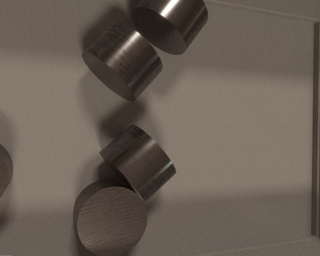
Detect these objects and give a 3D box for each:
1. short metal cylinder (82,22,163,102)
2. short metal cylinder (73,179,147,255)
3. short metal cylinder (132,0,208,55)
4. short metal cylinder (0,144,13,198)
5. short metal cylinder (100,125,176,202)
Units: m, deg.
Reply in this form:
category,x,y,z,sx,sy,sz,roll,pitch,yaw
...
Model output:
category,x,y,z,sx,sy,sz,roll,pitch,yaw
short metal cylinder,-0.044,-0.076,0.366,0.080,0.080,0.050,43,76,-15
short metal cylinder,-0.061,0.106,0.375,0.081,0.050,0.079,0,90,-20
short metal cylinder,0.012,-0.138,0.387,0.080,0.080,0.050,38,78,-16
short metal cylinder,-0.201,0.048,0.323,0.081,0.050,0.079,0,90,-20
short metal cylinder,-0.027,0.042,0.372,0.050,0.080,0.080,-42,104,-15
